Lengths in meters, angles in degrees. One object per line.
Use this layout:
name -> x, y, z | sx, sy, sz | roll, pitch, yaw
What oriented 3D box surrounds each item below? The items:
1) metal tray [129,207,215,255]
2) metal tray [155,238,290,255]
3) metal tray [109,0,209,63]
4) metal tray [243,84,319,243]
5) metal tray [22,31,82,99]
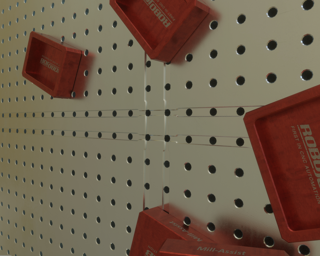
metal tray -> 0.021, 0.169, 0.388 | 0.130, 0.030, 0.089 | 22, 104, 37
metal tray -> 0.063, 0.168, 0.316 | 0.130, 0.030, 0.089 | -1, 96, 18
metal tray -> -0.007, -0.162, 0.409 | 0.090, 0.030, 0.130 | -48, 62, 29
metal tray -> 0.142, 0.033, 0.288 | 0.090, 0.030, 0.129 | -24, 75, 37
metal tray -> -0.202, -0.117, 0.569 | 0.130, 0.030, 0.089 | 30, 108, 35
